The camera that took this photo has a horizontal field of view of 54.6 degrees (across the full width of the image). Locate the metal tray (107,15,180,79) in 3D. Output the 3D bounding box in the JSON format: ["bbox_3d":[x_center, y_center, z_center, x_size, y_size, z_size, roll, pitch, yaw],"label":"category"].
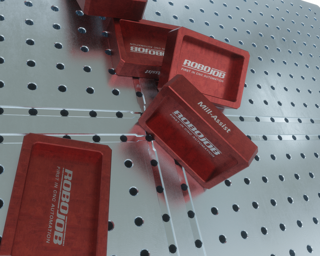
[{"bbox_3d":[-0.009,-0.120,0.472,0.131,0.030,0.090,1,61,-28],"label":"metal tray"}]

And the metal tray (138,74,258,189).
[{"bbox_3d":[0.042,0.008,0.383,0.130,0.090,0.030,44,51,2],"label":"metal tray"}]

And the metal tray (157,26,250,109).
[{"bbox_3d":[0.067,-0.084,0.455,0.131,0.030,0.090,11,90,-28],"label":"metal tray"}]

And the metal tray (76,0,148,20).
[{"bbox_3d":[-0.086,-0.212,0.465,0.091,0.030,0.130,-6,49,-31],"label":"metal tray"}]

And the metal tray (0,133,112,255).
[{"bbox_3d":[-0.098,0.074,0.306,0.091,0.030,0.130,11,57,-22],"label":"metal tray"}]
